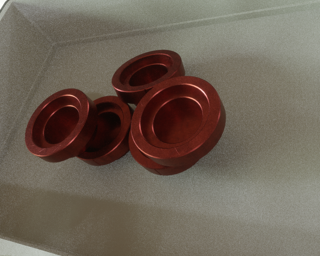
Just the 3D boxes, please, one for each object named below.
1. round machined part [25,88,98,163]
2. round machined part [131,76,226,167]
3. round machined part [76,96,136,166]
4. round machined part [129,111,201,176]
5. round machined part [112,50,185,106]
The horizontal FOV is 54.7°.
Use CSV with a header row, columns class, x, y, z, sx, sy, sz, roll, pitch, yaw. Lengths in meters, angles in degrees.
class,x,y,z,sx,sy,sz,roll,pitch,yaw
round machined part,-0.122,0.000,0.403,0.098,0.042,0.098,-13,56,21
round machined part,0.022,-0.004,0.331,0.098,0.042,0.098,-13,56,21
round machined part,-0.073,0.007,0.427,0.098,0.042,0.098,-13,56,21
round machined part,0.015,0.013,0.378,0.098,0.042,0.098,-13,56,21
round machined part,-0.013,-0.063,0.426,0.098,0.042,0.098,-13,39,12
